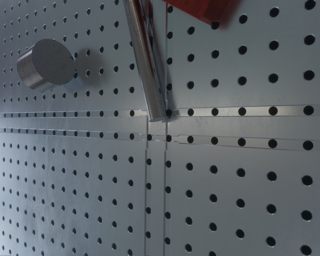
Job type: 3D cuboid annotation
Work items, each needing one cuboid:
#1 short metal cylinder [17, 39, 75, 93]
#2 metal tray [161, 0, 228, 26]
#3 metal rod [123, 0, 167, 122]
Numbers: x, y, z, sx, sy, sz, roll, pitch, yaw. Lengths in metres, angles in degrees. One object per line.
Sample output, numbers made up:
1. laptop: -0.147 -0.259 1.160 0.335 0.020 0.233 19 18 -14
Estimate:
1. short metal cylinder: -0.196 -0.106 0.535 0.050 0.081 0.080 -14 81 39
2. metal tray: 0.033 -0.194 0.379 0.130 0.030 0.089 41 115 32
3. metal rod: -0.034 -0.155 0.437 0.025 0.025 0.299 -21 77 38
